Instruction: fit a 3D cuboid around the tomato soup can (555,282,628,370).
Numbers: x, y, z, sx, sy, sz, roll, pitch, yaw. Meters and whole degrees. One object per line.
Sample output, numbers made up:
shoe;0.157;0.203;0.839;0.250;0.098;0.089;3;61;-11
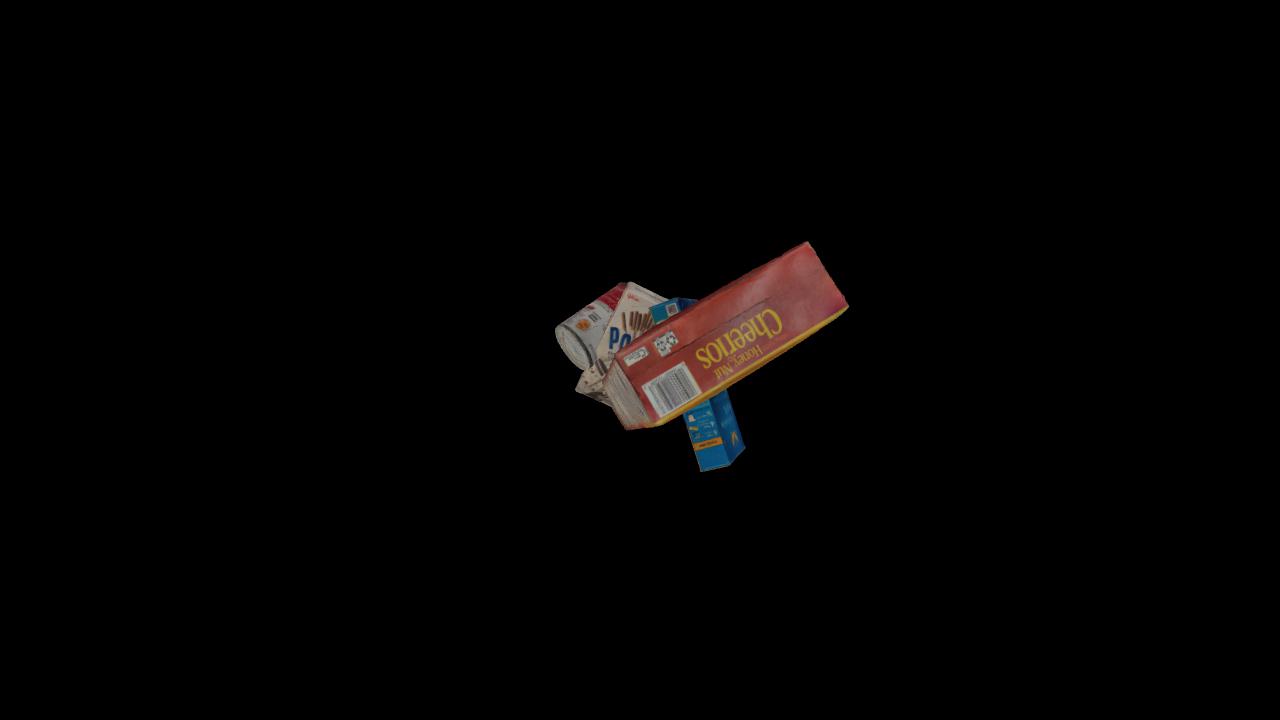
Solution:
tomato soup can;-0.044;-0.041;0.746;0.101;0.068;0.068;-36;16;-23

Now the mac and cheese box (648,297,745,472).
mac and cheese box;0.066;0.023;0.685;0.041;0.184;0.093;-18;-2;19

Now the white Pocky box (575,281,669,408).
white Pocky box;-0.009;-0.009;0.721;0.084;0.154;0.028;25;30;-8

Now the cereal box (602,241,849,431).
cereal box;0.064;-0.006;0.660;0.203;0.081;0.306;-31;-4;-9
